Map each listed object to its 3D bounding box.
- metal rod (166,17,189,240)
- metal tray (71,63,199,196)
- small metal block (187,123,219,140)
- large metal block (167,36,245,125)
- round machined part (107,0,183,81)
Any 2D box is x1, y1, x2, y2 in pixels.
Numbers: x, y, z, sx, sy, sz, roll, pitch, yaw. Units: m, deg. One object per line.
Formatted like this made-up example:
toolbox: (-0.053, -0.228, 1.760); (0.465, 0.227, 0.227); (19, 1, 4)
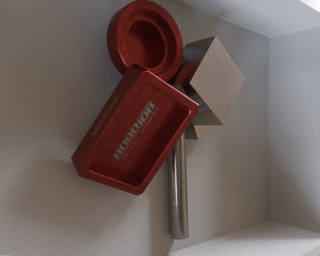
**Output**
metal rod: (0.022, 0.002, 0.427); (0.025, 0.025, 0.298); (-3, 92, -40)
metal tray: (-0.026, 0.006, 0.348); (0.090, 0.030, 0.130); (29, 97, -37)
small metal block: (0.056, -0.016, 0.456); (0.050, 0.025, 0.050); (-30, 109, -37)
large metal block: (0.059, -0.059, 0.408); (0.080, 0.050, 0.080); (45, 62, -32)
round machined part: (-0.022, -0.099, 0.377); (0.099, 0.042, 0.097); (2, 86, -39)
